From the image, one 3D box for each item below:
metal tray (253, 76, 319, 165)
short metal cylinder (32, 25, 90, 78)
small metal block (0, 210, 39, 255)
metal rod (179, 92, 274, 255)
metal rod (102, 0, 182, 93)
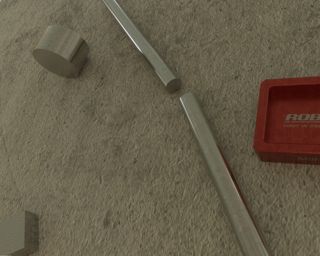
[{"bbox_3d":[0.169,-0.009,0.317,0.130,0.030,0.090,1,62,28],"label":"metal tray"},{"bbox_3d":[-0.169,-0.130,0.535,0.080,0.080,0.050,7,65,31],"label":"short metal cylinder"},{"bbox_3d":[-0.191,0.145,0.413,0.050,0.025,0.050,-26,53,11],"label":"small metal block"},{"bbox_3d":[0.076,0.076,0.316,0.025,0.025,0.299,-27,52,11],"label":"metal rod"},{"bbox_3d":[-0.043,-0.158,0.520,0.025,0.025,0.300,-35,51,4],"label":"metal rod"}]
